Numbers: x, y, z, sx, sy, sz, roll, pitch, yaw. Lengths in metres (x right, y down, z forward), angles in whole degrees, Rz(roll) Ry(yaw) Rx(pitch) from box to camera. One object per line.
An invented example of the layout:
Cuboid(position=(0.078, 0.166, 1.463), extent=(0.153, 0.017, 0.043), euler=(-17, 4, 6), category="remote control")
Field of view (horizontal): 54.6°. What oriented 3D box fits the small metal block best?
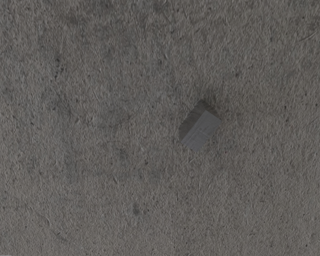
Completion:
Cuboid(position=(0.050, -0.004, 0.395), extent=(0.025, 0.050, 0.050), euler=(33, 107, -11), category="small metal block")
